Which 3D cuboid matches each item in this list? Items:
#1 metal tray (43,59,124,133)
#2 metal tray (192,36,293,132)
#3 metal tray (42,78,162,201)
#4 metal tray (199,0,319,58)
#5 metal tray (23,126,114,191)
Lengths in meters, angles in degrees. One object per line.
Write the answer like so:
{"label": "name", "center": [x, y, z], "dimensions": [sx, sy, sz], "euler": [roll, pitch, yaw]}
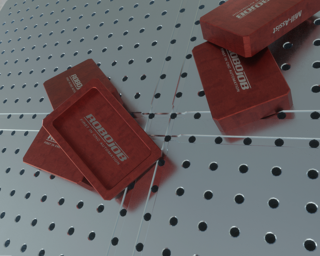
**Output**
{"label": "metal tray", "center": [-0.122, -0.054, 0.478], "dimensions": [0.090, 0.030, 0.130], "euler": [-30, 41, -9]}
{"label": "metal tray", "center": [0.099, -0.068, 0.395], "dimensions": [0.090, 0.030, 0.130], "euler": [-21, 54, 15]}
{"label": "metal tray", "center": [-0.071, 0.013, 0.391], "dimensions": [0.090, 0.030, 0.130], "euler": [-41, 83, -3]}
{"label": "metal tray", "center": [0.129, -0.149, 0.403], "dimensions": [0.131, 0.030, 0.090], "euler": [-34, 44, -13]}
{"label": "metal tray", "center": [-0.133, 0.030, 0.458], "dimensions": [0.130, 0.030, 0.090], "euler": [12, 68, 33]}
